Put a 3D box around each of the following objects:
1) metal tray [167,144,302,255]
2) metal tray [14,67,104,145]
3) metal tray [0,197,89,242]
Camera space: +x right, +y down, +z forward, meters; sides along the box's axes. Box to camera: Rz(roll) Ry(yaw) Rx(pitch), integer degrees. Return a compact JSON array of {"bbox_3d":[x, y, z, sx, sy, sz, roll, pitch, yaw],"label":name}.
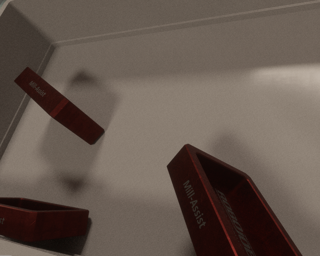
[{"bbox_3d":[0.062,0.075,0.258,0.030,0.090,0.130,-52,28,20],"label":"metal tray"},{"bbox_3d":[-0.150,-0.033,0.460,0.130,0.090,0.030,34,81,38],"label":"metal tray"},{"bbox_3d":[-0.166,0.108,0.379,0.130,0.090,0.030,1,79,28],"label":"metal tray"}]
